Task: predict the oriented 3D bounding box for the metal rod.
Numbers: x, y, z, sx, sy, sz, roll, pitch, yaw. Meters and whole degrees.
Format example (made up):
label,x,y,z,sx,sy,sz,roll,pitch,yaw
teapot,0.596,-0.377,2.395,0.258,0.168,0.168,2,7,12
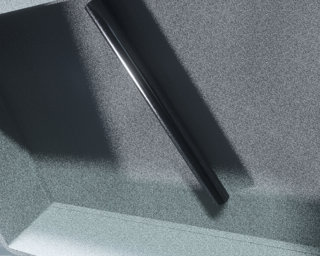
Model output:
label,x,y,z,sx,sy,sz,roll,pitch,yaw
metal rod,0.003,-0.024,0.392,0.025,0.025,0.299,-24,106,36
